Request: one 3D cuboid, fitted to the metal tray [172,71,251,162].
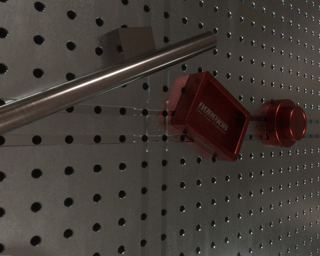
[{"bbox_3d":[0.084,-0.015,0.478,0.130,0.030,0.090,36,68,-35],"label":"metal tray"}]

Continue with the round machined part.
[{"bbox_3d":[0.256,-0.009,0.617,0.099,0.042,0.097,0,90,-40],"label":"round machined part"}]

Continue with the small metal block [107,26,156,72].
[{"bbox_3d":[-0.033,-0.097,0.383,0.050,0.025,0.050,-19,103,-39],"label":"small metal block"}]

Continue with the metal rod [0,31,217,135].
[{"bbox_3d":[-0.052,-0.055,0.339,0.302,0.025,0.025,-27,108,-28],"label":"metal rod"}]
